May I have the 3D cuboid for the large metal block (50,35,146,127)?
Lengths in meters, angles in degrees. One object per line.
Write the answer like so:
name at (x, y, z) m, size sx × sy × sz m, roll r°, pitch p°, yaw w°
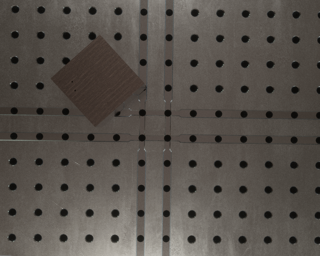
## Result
large metal block at (-0.076, -0.057, 0.400) m, size 0.080 × 0.050 × 0.080 m, roll -42°, pitch 91°, yaw 0°
